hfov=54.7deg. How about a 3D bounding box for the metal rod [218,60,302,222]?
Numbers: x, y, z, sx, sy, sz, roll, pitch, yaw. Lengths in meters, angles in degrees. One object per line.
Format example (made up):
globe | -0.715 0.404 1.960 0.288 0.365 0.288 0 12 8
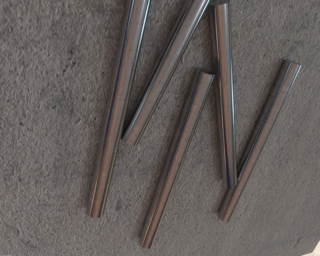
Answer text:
metal rod | 0.157 0.035 0.513 0.025 0.025 0.298 2 118 -29

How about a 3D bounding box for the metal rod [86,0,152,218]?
metal rod | -0.053 -0.015 0.367 0.025 0.025 0.298 1 118 -29

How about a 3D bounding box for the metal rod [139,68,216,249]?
metal rod | 0.018 0.059 0.452 0.025 0.025 0.298 3 117 -30

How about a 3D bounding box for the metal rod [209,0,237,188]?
metal rod | 0.093 -0.026 0.441 0.025 0.025 0.298 -23 127 -15

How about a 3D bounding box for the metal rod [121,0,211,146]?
metal rod | 0.027 -0.111 0.351 0.025 0.025 0.298 16 110 -35
